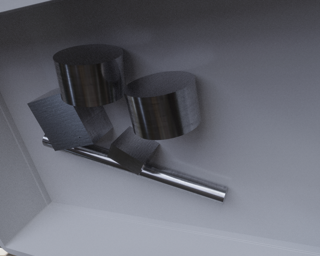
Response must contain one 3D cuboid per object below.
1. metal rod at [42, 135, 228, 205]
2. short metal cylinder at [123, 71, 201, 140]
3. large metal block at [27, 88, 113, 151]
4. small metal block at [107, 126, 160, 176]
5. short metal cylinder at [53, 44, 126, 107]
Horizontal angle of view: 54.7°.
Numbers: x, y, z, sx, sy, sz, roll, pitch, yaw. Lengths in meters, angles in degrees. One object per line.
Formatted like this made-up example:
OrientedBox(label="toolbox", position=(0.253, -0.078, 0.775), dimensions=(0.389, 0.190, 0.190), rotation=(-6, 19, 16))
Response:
OrientedBox(label="metal rod", position=(-0.049, 0.055, 0.466), dimensions=(0.301, 0.025, 0.025), rotation=(15, 125, 19))
OrientedBox(label="short metal cylinder", position=(0.003, -0.028, 0.353), dimensions=(0.080, 0.080, 0.050), rotation=(2, 119, 27))
OrientedBox(label="large metal block", position=(-0.128, -0.018, 0.447), dimensions=(0.080, 0.050, 0.080), rotation=(-11, 113, 32))
OrientedBox(label="small metal block", position=(-0.036, 0.030, 0.429), dimensions=(0.050, 0.050, 0.025), rotation=(30, 128, 8))
OrientedBox(label="short metal cylinder", position=(-0.083, -0.066, 0.374), dimensions=(0.080, 0.080, 0.050), rotation=(12, 123, 21))
